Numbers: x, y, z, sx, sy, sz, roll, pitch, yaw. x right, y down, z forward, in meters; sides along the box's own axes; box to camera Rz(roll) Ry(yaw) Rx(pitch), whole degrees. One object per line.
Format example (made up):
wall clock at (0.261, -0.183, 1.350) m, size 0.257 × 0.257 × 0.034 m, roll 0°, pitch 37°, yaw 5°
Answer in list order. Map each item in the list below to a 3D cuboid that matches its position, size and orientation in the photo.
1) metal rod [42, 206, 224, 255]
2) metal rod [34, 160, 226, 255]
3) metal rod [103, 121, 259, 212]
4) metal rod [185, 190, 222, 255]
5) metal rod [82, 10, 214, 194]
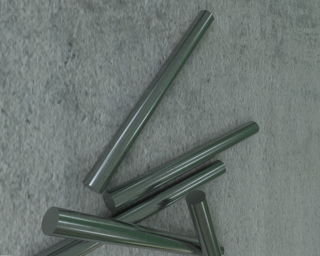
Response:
metal rod at (-0.004, 0.137, 0.378) m, size 0.301 × 0.025 × 0.025 m, roll 31°, pitch 71°, yaw -44°
metal rod at (-0.018, 0.101, 0.391) m, size 0.302 × 0.025 × 0.025 m, roll -20°, pitch 103°, yaw -39°
metal rod at (0.052, 0.043, 0.450) m, size 0.302 × 0.025 × 0.025 m, roll -21°, pitch 104°, yaw -38°
metal rod at (0.084, 0.210, 0.445) m, size 0.025 × 0.025 × 0.298 m, roll -38°, pitch 124°, yaw -34°
metal rod at (-0.003, -0.050, 0.403) m, size 0.025 × 0.025 × 0.300 m, roll 47°, pitch 62°, yaw -30°
